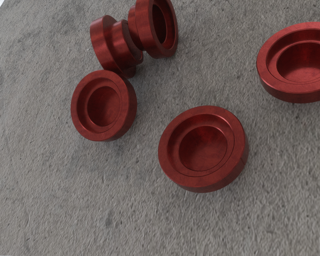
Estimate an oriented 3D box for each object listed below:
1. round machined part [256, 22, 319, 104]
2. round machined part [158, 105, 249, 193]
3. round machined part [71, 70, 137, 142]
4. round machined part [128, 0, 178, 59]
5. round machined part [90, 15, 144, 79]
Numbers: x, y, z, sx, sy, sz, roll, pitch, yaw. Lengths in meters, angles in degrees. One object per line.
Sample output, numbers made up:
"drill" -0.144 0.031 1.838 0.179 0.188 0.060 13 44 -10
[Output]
"round machined part" 0.163 -0.068 0.349 0.098 0.042 0.098 -13 56 21
"round machined part" 0.051 0.026 0.350 0.098 0.042 0.098 -13 56 21
"round machined part" -0.074 -0.029 0.435 0.098 0.042 0.097 -2 85 26
"round machined part" -0.012 -0.150 0.456 0.042 0.098 0.098 -3 60 27
"round machined part" -0.058 -0.122 0.463 0.042 0.098 0.098 -18 55 18
